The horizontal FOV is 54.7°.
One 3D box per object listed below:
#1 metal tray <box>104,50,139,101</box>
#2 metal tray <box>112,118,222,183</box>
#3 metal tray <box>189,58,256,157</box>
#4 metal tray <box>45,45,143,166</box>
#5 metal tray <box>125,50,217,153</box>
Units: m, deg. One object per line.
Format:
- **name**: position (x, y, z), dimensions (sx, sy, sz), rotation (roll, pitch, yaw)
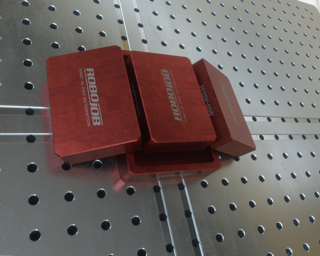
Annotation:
- **metal tray**: position (-0.012, -0.061, 0.437), dimensions (0.131, 0.030, 0.090), rotation (0, 62, -28)
- **metal tray**: position (0.009, 0.019, 0.400), dimensions (0.131, 0.030, 0.090), rotation (0, 62, -28)
- **metal tray**: position (0.088, -0.028, 0.447), dimensions (0.090, 0.030, 0.130), rotation (19, 49, -51)
- **metal tray**: position (-0.078, -0.030, 0.359), dimensions (0.091, 0.030, 0.130), rotation (-12, 66, -6)
- **metal tray**: position (0.010, -0.035, 0.394), dimensions (0.091, 0.030, 0.130), rotation (0, 62, -29)
